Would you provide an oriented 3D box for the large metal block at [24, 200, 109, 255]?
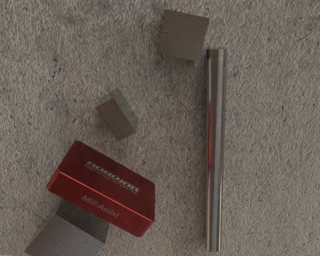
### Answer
[{"bbox_3d":[-0.133,0.158,0.453,0.080,0.050,0.080,37,106,-13],"label":"large metal block"}]

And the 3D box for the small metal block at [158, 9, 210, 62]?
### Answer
[{"bbox_3d":[0.027,-0.111,0.369,0.050,0.025,0.050,10,110,-4],"label":"small metal block"}]

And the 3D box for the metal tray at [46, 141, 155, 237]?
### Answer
[{"bbox_3d":[-0.069,0.075,0.401,0.130,0.090,0.030,31,107,-11],"label":"metal tray"}]

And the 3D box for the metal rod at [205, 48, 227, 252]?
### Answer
[{"bbox_3d":[0.075,0.043,0.426,0.025,0.025,0.298,-3,110,0],"label":"metal rod"}]

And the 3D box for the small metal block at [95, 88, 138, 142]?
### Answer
[{"bbox_3d":[-0.052,-0.018,0.389,0.025,0.050,0.050,-28,108,10],"label":"small metal block"}]
